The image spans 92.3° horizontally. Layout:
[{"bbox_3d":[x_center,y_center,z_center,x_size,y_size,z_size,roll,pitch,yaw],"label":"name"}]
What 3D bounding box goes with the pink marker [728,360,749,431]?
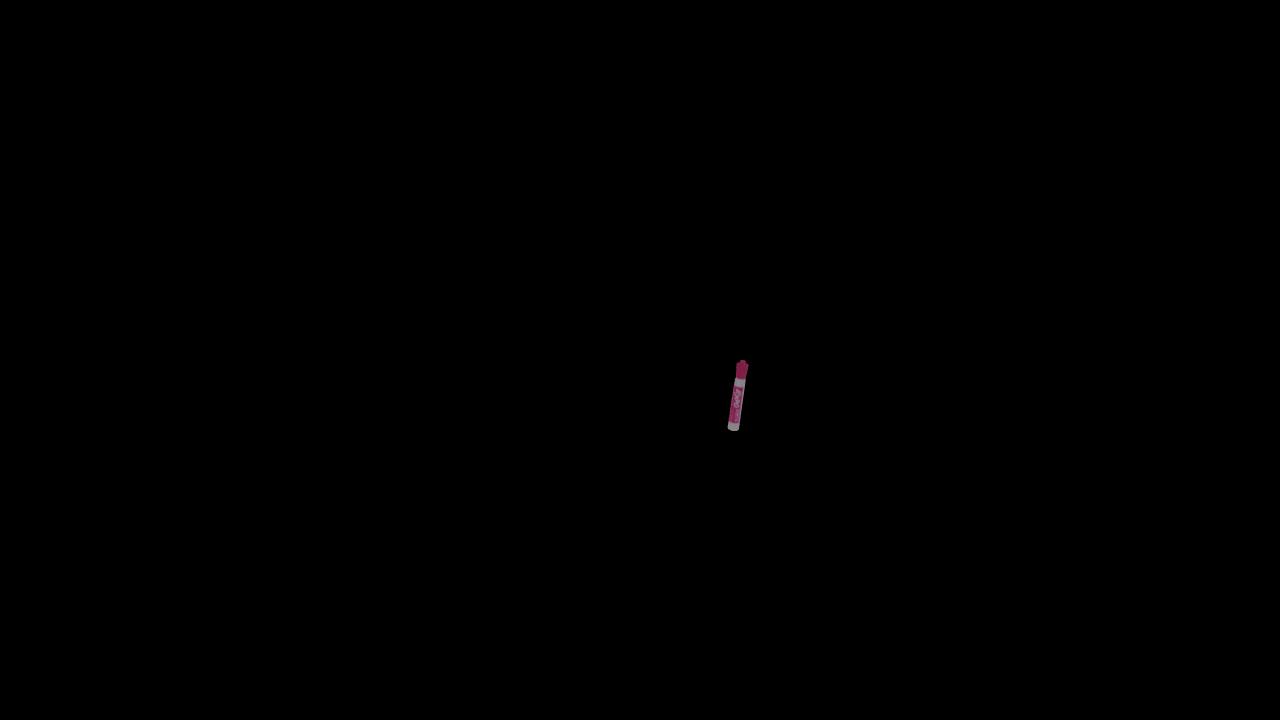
[{"bbox_3d":[0.156,0.056,0.976,0.020,0.121,0.020,4,24,-2],"label":"pink marker"}]
